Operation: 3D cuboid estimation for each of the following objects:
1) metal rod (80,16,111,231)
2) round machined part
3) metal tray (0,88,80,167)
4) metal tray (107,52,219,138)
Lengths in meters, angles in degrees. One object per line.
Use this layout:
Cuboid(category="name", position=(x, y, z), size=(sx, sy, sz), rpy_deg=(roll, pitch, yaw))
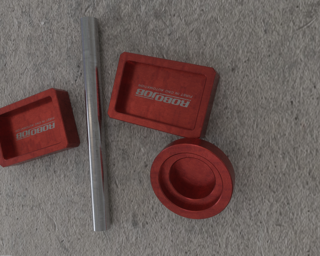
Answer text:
Cuboid(category="metal rod", position=(-0.092, -0.007, 0.441), size=(0.025, 0.025, 0.298), rpy_deg=(-4, 89, 20))
Cuboid(category="round machined part", position=(0.041, 0.057, 0.375), size=(0.098, 0.042, 0.097), rpy_deg=(7, 111, 18))
Cuboid(category="metal tray", position=(-0.193, 0.001, 0.474), size=(0.130, 0.030, 0.090), rpy_deg=(-17, 85, 19))
Cuboid(category="metal tray", position=(0.003, -0.043, 0.405), size=(0.130, 0.030, 0.089), rpy_deg=(15, 95, 19))
